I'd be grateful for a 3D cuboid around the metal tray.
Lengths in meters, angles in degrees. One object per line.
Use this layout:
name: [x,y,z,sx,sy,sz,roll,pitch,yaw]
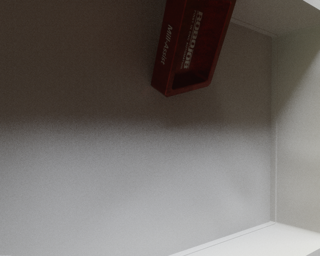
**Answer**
metal tray: [0.041,-0.109,0.393,0.091,0.030,0.129,-19,135,-38]
